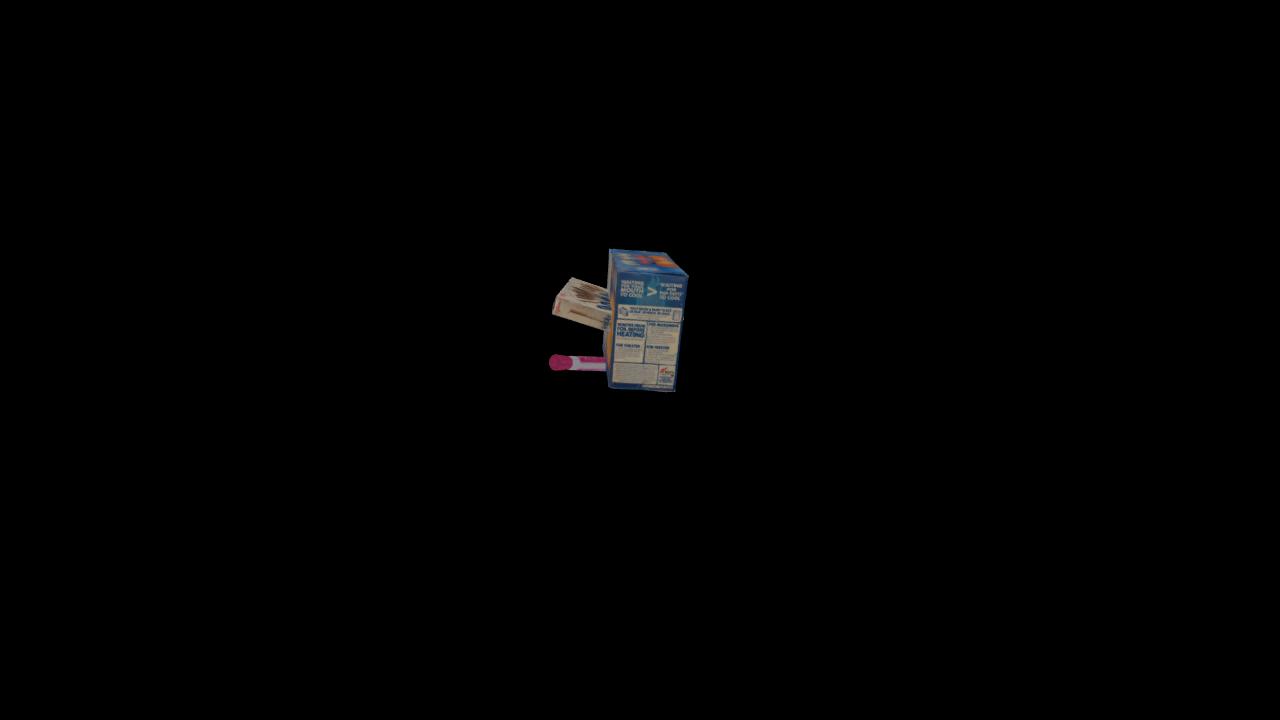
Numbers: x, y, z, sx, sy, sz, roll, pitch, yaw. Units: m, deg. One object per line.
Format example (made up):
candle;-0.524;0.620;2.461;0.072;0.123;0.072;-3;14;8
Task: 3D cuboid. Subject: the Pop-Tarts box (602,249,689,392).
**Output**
Pop-Tarts box;0.001;-0.056;0.768;0.083;0.141;0.167;2;18;-8

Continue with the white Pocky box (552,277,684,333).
white Pocky box;-0.024;-0.056;0.755;0.154;0.028;0.084;18;24;-1

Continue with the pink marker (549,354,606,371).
pink marker;-0.067;0.004;0.747;0.020;0.020;0.121;0;-2;33
